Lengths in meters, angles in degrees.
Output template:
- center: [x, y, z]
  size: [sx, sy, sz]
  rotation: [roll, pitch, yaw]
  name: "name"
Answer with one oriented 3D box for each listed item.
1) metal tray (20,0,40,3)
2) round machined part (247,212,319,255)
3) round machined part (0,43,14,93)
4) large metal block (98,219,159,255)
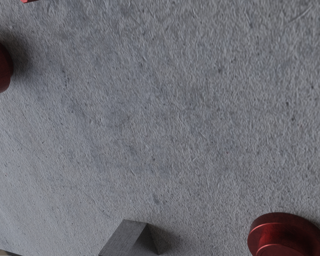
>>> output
- center: [-0.183, -0.223, 0.359]
  size: [0.130, 0.030, 0.089]
  rotation: [40, 129, 0]
  name: "metal tray"
- center: [0.165, 0.163, 0.409]
  size: [0.098, 0.042, 0.097]
  rotation: [13, 124, 20]
  name: "round machined part"
- center: [-0.266, -0.099, 0.472]
  size: [0.098, 0.042, 0.097]
  rotation: [13, 124, 20]
  name: "round machined part"
- center: [-0.051, 0.218, 0.531]
  size: [0.050, 0.080, 0.080]
  rotation: [-1, 118, 28]
  name: "large metal block"
